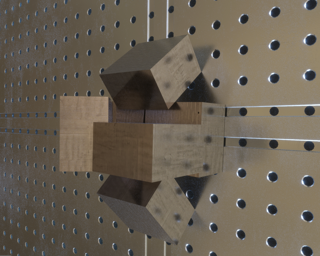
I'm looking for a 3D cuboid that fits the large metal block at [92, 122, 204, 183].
[{"bbox_3d":[-0.011,0.020,0.318,0.080,0.081,0.050,2,91,40],"label":"large metal block"}]

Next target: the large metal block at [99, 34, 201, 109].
[{"bbox_3d":[-0.010,-0.066,0.373,0.080,0.080,0.050,3,130,40],"label":"large metal block"}]

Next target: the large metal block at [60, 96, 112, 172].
[{"bbox_3d":[-0.084,0.005,0.368,0.050,0.080,0.080,1,91,-5],"label":"large metal block"}]

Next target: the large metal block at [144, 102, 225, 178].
[{"bbox_3d":[0.028,0.010,0.370,0.080,0.050,0.080,4,93,40],"label":"large metal block"}]

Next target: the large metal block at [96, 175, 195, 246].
[{"bbox_3d":[-0.016,0.091,0.380,0.080,0.050,0.080,3,137,40],"label":"large metal block"}]

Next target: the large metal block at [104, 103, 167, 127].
[{"bbox_3d":[-0.036,0.006,0.425,0.080,0.050,0.080,9,96,39],"label":"large metal block"}]
